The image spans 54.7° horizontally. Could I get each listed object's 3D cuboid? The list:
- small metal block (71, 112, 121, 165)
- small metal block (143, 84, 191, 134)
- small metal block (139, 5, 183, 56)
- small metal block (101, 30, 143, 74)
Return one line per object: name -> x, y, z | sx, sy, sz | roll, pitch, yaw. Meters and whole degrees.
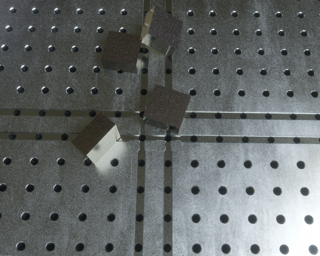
small metal block -> -0.079, 0.014, 0.392 | 0.025, 0.050, 0.050 | 38, 74, 12
small metal block -> 0.010, -0.025, 0.421 | 0.050, 0.025, 0.050 | 19, 71, 6
small metal block -> 0.003, -0.141, 0.451 | 0.050, 0.025, 0.050 | 22, 68, -27
small metal block -> -0.054, -0.110, 0.451 | 0.050, 0.025, 0.050 | 9, 70, 3
